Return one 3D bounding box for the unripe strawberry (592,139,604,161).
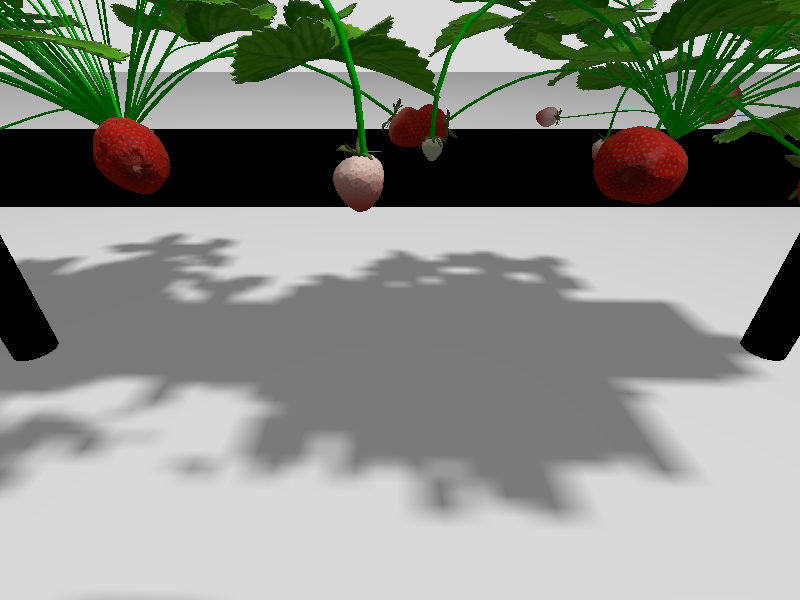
[{"bbox_3d":[0.127,-0.091,0.247,0.015,0.015,0.016,-26,39,-36],"label":"unripe strawberry"}]

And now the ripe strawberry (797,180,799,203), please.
[{"bbox_3d":[0.169,-0.043,0.146,0.031,0.036,0.034,8,32,13],"label":"ripe strawberry"}]

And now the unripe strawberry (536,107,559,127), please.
[{"bbox_3d":[0.141,-0.175,0.383,0.020,0.017,0.020,22,38,33],"label":"unripe strawberry"}]

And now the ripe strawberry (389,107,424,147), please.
[{"bbox_3d":[0.006,-0.121,0.286,0.028,0.027,0.030,35,31,-10],"label":"ripe strawberry"}]

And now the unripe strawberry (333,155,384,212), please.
[{"bbox_3d":[-0.017,-0.049,0.169,0.020,0.024,0.024,24,38,34],"label":"unripe strawberry"}]

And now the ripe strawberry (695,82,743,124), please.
[{"bbox_3d":[0.332,-0.205,0.417,0.037,0.039,0.040,26,39,36],"label":"ripe strawberry"}]

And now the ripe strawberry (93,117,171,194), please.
[{"bbox_3d":[-0.123,-0.065,0.185,0.030,0.034,0.032,-18,41,-28],"label":"ripe strawberry"}]

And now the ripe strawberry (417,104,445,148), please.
[{"bbox_3d":[0.017,-0.125,0.290,0.032,0.031,0.029,-9,32,-6],"label":"ripe strawberry"}]

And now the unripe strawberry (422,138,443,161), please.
[{"bbox_3d":[0.017,-0.078,0.209,0.011,0.011,0.011,-18,35,-27],"label":"unripe strawberry"}]

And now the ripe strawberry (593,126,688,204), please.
[{"bbox_3d":[0.103,-0.057,0.173,0.036,0.031,0.036,20,37,30],"label":"ripe strawberry"}]
